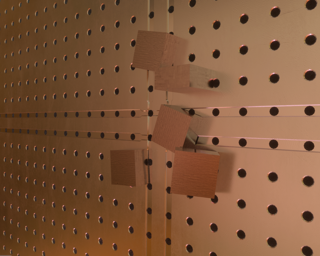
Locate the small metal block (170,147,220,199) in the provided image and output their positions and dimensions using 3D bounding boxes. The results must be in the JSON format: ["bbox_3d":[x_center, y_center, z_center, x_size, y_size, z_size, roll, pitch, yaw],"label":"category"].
[{"bbox_3d":[0.040,0.051,0.361,0.050,0.025,0.050,7,95,3],"label":"small metal block"}]

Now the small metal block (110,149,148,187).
[{"bbox_3d":[-0.045,0.056,0.448,0.050,0.025,0.050,-4,87,40],"label":"small metal block"}]

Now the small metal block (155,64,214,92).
[{"bbox_3d":[0.029,-0.058,0.370,0.050,0.050,0.025,1,91,40],"label":"small metal block"}]

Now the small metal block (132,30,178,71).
[{"bbox_3d":[-0.007,-0.102,0.417,0.050,0.025,0.050,19,102,38],"label":"small metal block"}]

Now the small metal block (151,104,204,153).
[{"bbox_3d":[0.021,0.002,0.393,0.050,0.025,0.050,26,106,37],"label":"small metal block"}]
